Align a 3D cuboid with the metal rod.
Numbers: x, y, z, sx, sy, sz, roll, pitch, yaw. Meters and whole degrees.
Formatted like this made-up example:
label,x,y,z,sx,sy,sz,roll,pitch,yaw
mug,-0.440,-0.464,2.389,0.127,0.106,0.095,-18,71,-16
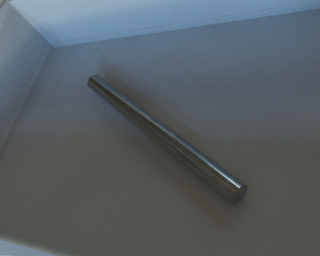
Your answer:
label,x,y,z,sx,sy,sz,roll,pitch,yaw
metal rod,-0.012,-0.003,0.410,0.025,0.025,0.300,-48,52,-6
